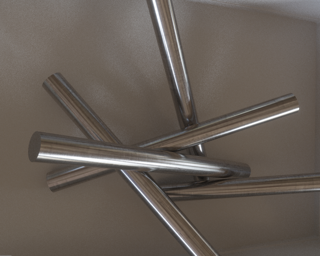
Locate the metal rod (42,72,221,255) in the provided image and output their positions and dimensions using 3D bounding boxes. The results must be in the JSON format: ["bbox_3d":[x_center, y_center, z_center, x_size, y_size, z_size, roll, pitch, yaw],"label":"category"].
[{"bbox_3d":[-0.021,0.059,0.339,0.025,0.025,0.300,-41,88,-15],"label":"metal rod"}]

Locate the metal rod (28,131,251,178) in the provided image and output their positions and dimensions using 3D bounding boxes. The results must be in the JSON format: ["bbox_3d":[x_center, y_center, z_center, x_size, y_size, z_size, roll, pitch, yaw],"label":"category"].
[{"bbox_3d":[0.010,0.039,0.347,0.302,0.025,0.025,12,86,-42],"label":"metal rod"}]

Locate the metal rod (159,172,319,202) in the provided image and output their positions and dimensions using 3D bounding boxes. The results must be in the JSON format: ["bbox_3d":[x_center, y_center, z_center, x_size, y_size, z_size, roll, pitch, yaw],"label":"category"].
[{"bbox_3d":[0.146,0.075,0.406,0.302,0.025,0.025,-4,92,2],"label":"metal rod"}]

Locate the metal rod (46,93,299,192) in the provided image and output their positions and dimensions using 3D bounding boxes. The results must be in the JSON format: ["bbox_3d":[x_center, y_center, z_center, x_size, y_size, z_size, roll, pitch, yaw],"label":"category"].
[{"bbox_3d":[0.015,0.017,0.367,0.302,0.025,0.025,-18,97,-1],"label":"metal rod"}]

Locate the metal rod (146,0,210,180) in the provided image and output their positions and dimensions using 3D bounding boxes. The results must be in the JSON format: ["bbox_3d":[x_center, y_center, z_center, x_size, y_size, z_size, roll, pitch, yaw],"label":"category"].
[{"bbox_3d":[0.022,-0.054,0.358,0.025,0.025,0.298,-28,122,-18],"label":"metal rod"}]
